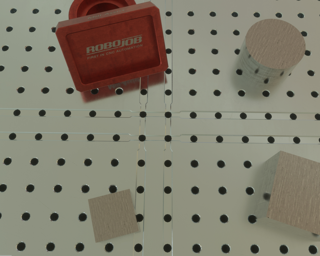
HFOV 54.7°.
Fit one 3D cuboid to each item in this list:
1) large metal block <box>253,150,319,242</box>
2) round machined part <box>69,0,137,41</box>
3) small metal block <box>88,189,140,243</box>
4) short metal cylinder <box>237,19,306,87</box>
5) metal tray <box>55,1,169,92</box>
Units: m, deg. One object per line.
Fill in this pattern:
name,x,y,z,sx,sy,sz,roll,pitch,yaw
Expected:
large metal block,0.167,0.082,0.370,0.080,0.050,0.080,18,71,6
round machined part,-0.080,-0.157,0.459,0.099,0.042,0.098,0,70,0
small metal block,-0.055,0.106,0.372,0.050,0.025,0.050,-13,71,-5
short metal cylinder,0.155,-0.106,0.439,0.081,0.050,0.080,0,70,0
metal tray,-0.060,-0.108,0.415,0.131,0.089,0.030,-15,36,-6
